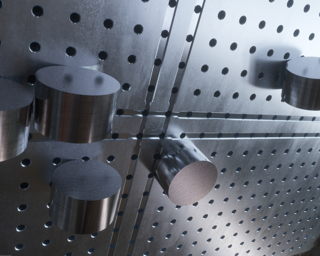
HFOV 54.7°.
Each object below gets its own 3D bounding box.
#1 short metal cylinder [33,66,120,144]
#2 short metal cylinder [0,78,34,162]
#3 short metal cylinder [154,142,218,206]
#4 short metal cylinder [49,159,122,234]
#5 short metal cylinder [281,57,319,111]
[{"bbox_3d":[-0.084,-0.026,0.314,0.081,0.080,0.050,-1,119,-29],"label":"short metal cylinder"},{"bbox_3d":[-0.161,-0.011,0.281,0.081,0.080,0.050,4,117,-31],"label":"short metal cylinder"},{"bbox_3d":[0.037,0.068,0.459,0.081,0.050,0.079,-14,124,-21],"label":"short metal cylinder"},{"bbox_3d":[-0.091,0.081,0.377,0.081,0.080,0.050,0,119,-29],"label":"short metal cylinder"},{"bbox_3d":[0.226,-0.068,0.460,0.081,0.080,0.050,-18,126,-18],"label":"short metal cylinder"}]
